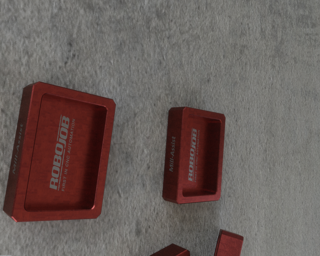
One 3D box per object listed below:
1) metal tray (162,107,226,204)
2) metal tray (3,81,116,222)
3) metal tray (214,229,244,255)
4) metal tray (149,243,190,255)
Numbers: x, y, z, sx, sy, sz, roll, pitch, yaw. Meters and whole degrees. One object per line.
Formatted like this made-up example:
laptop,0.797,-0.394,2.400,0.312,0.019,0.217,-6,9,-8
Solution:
metal tray,0.051,0.039,0.446,0.091,0.030,0.129,7,85,-40
metal tray,-0.099,0.026,0.319,0.091,0.030,0.129,12,83,-40
metal tray,0.087,0.215,0.445,0.090,0.030,0.130,62,43,-71
metal tray,0.004,0.233,0.407,0.091,0.030,0.129,-11,97,-40
